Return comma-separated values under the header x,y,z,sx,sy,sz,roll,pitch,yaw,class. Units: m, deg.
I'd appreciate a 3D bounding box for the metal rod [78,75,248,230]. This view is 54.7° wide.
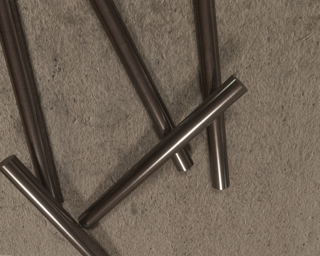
x,y,z,sx,sy,sz,roll,pitch,yaw,class
-0.011,0.044,0.403,0.025,0.025,0.299,41,113,-14,metal rod

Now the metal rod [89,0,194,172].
x,y,z,sx,sy,sz,roll,pitch,yaw,class
-0.030,-0.073,0.382,0.025,0.025,0.299,-25,109,8,metal rod

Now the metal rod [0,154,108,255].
x,y,z,sx,sy,sz,roll,pitch,yaw,class
-0.119,0.156,0.446,0.025,0.025,0.299,-27,115,9,metal rod

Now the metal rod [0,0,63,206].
x,y,z,sx,sy,sz,roll,pitch,yaw,class
-0.168,-0.019,0.400,0.025,0.025,0.298,-5,110,1,metal rod

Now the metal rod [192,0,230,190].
x,y,z,sx,sy,sz,roll,pitch,yaw,class
0.065,-0.057,0.389,0.025,0.025,0.298,-8,110,2,metal rod
